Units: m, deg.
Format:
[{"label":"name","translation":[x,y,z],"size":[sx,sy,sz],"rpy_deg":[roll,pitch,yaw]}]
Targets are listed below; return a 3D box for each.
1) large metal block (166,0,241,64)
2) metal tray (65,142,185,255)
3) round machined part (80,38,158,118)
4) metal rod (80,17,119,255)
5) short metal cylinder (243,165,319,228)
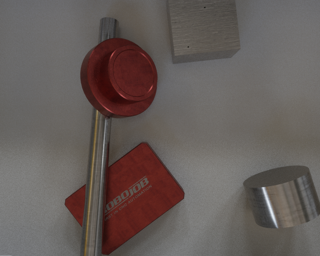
[{"label":"large metal block","translation":[0.053,-0.131,0.400],"size":[0.081,0.050,0.079],"rpy_deg":[-6,90,-1]},{"label":"metal tray","translation":[-0.045,0.090,0.408],"size":[0.130,0.030,0.090],"rpy_deg":[-37,91,-1]},{"label":"round machined part","translation":[-0.042,-0.062,0.378],"size":[0.099,0.042,0.097],"rpy_deg":[5,82,-37]},{"label":"metal rod","translation":[-0.074,0.006,0.387],"size":[0.025,0.025,0.298],"rpy_deg":[3,81,-1]},{"label":"short metal cylinder","translation":[0.151,0.084,0.386],"size":[0.080,0.080,0.050],"rpy_deg":[-18,90,0]}]
